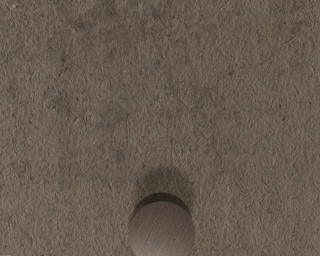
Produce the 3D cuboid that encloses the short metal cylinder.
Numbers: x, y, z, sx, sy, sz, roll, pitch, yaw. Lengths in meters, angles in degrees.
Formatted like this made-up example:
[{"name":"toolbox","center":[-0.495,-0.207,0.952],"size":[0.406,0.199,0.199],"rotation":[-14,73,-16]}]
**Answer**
[{"name":"short metal cylinder","center":[0.002,0.128,0.398],"size":[0.081,0.050,0.079],"rotation":[0,90,-1]}]
